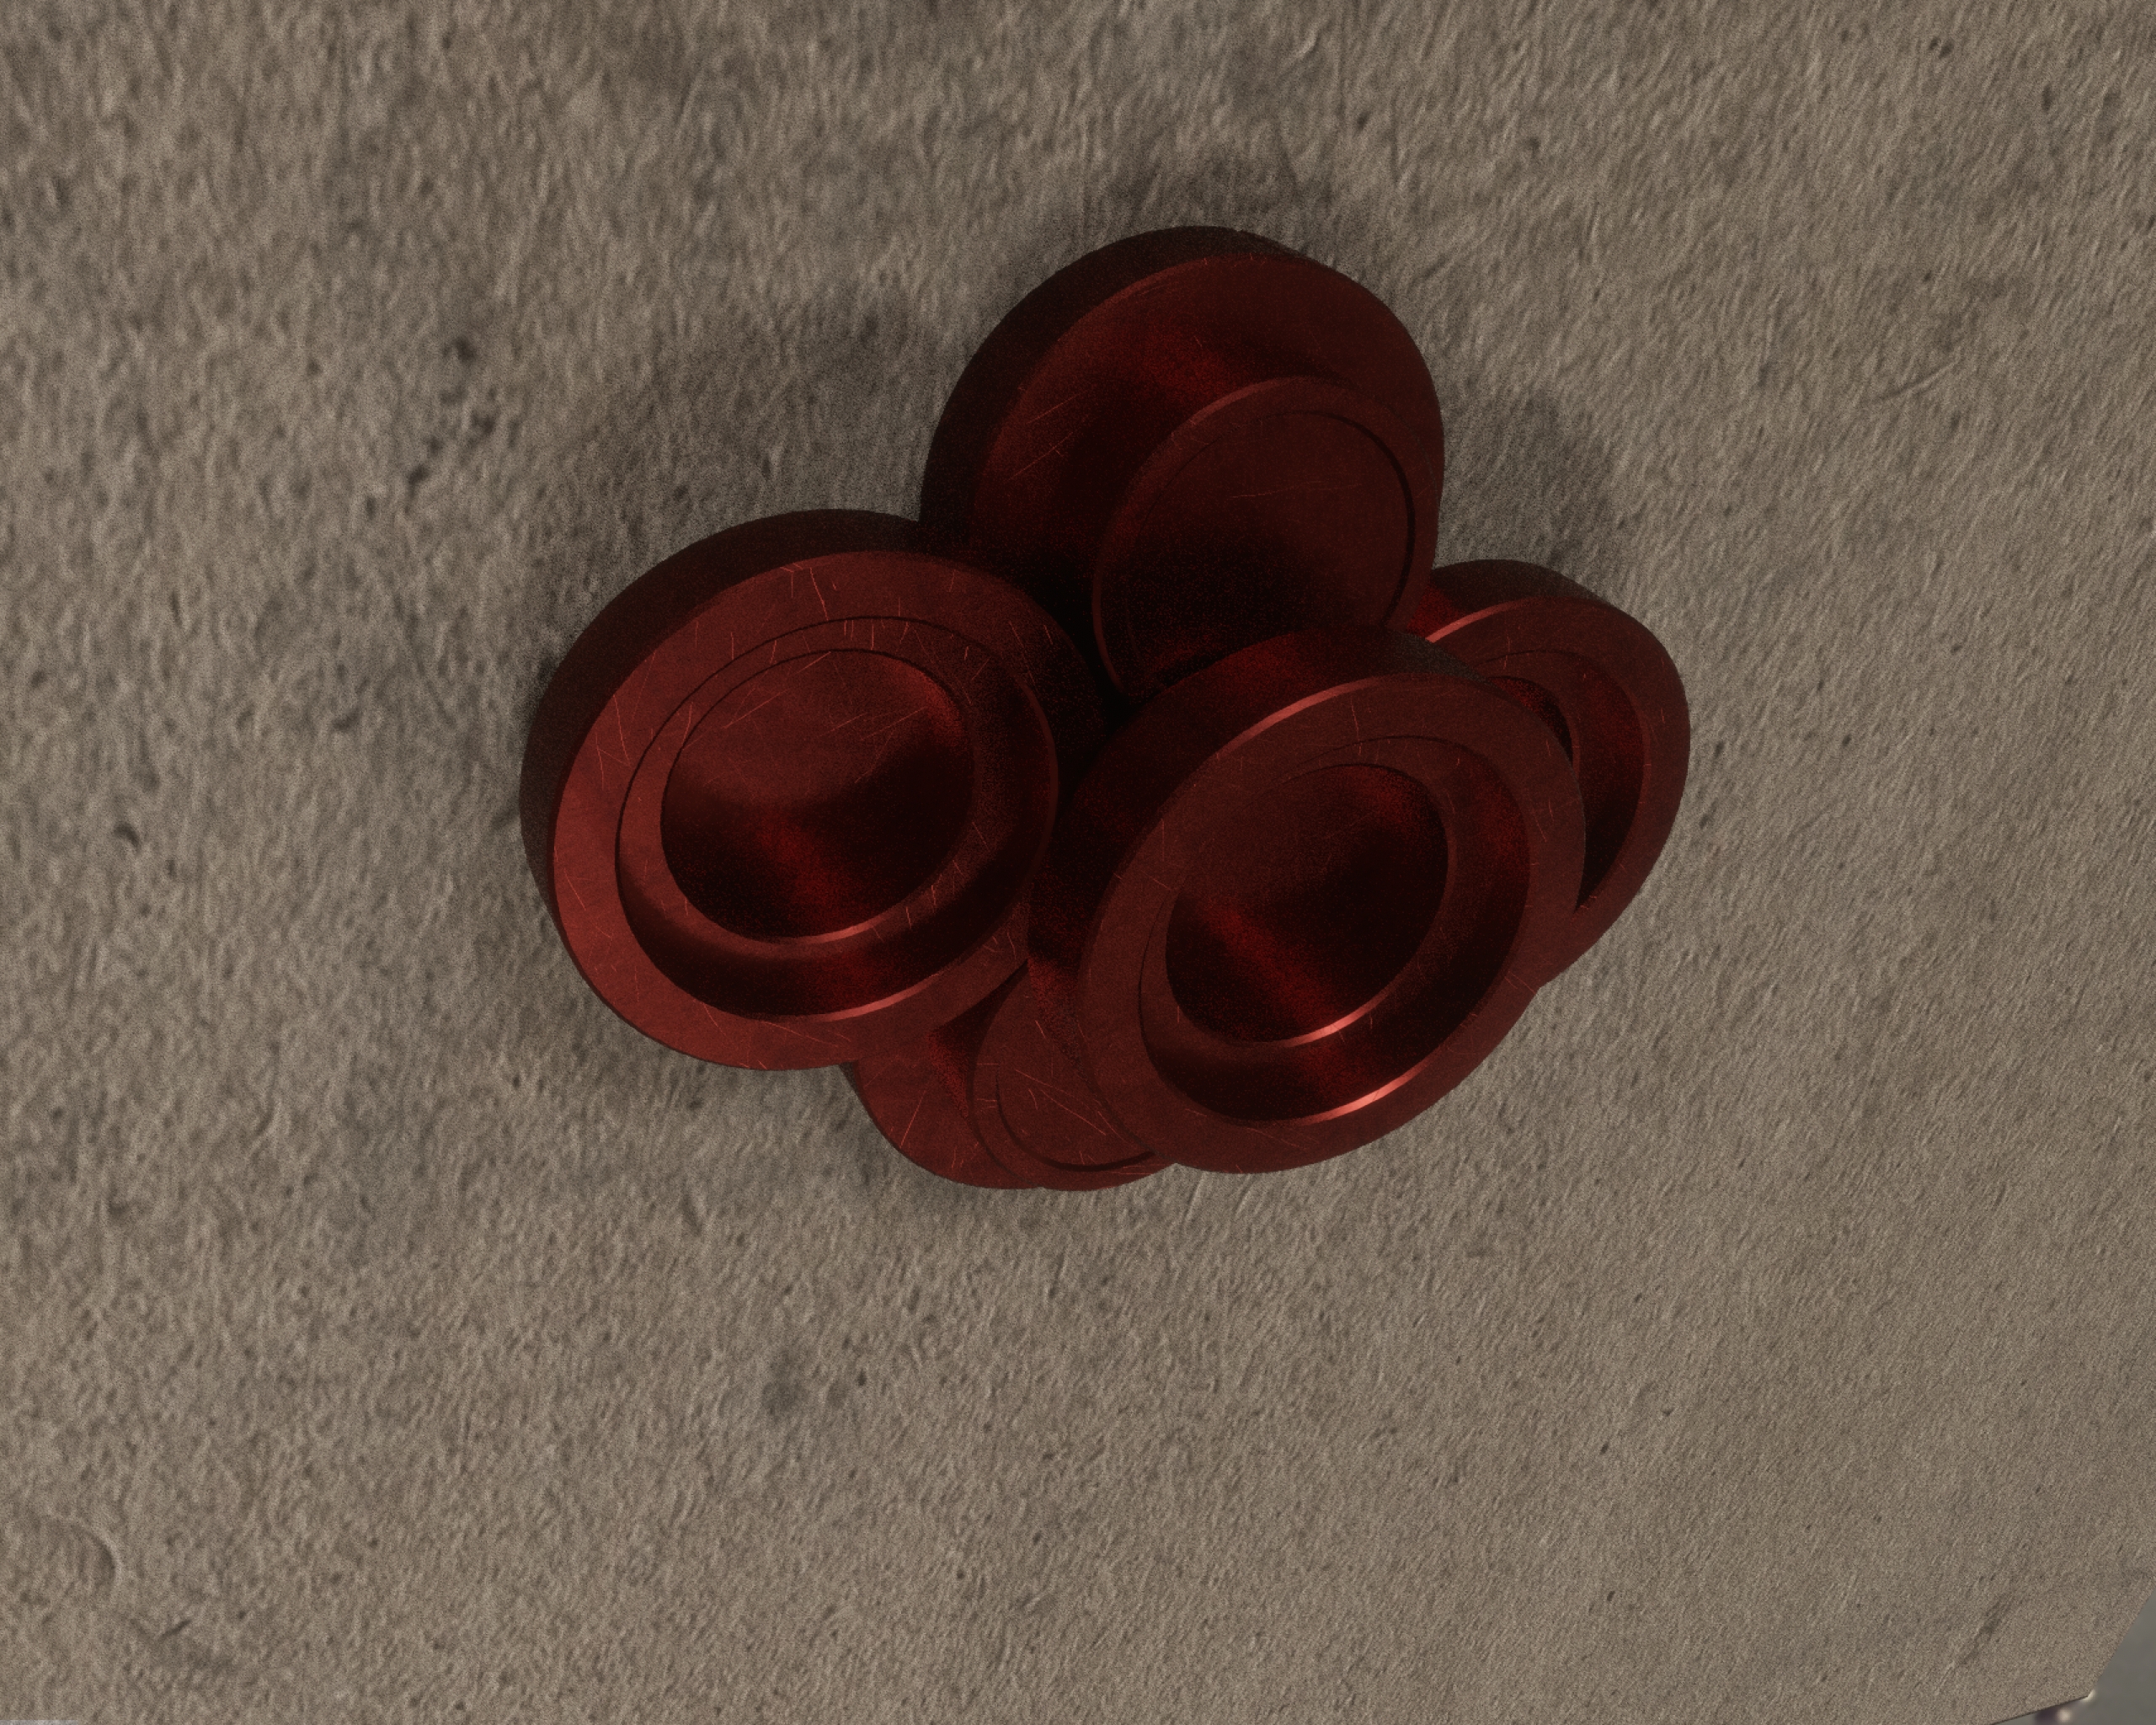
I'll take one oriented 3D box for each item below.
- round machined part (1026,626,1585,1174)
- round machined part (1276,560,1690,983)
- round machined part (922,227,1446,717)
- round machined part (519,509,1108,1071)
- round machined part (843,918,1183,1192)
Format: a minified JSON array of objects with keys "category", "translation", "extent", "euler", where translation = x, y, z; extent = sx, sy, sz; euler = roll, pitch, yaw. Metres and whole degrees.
[{"category":"round machined part","translation":[0.036,0.003,0.365],"extent":[0.099,0.042,0.097],"euler":[-14,125,-21]},{"category":"round machined part","translation":[0.073,-0.017,0.428],"extent":[0.099,0.042,0.097],"euler":[-14,125,-21]},{"category":"round machined part","translation":[0.025,-0.060,0.375],"extent":[0.099,0.042,0.097],"euler":[-14,125,-21]},{"category":"round machined part","translation":[-0.048,-0.016,0.363],"extent":[0.099,0.042,0.097],"euler":[-14,125,-21]},{"category":"round machined part","translation":[0.002,0.026,0.416],"extent":[0.099,0.042,0.097],"euler":[-14,125,-21]}]
